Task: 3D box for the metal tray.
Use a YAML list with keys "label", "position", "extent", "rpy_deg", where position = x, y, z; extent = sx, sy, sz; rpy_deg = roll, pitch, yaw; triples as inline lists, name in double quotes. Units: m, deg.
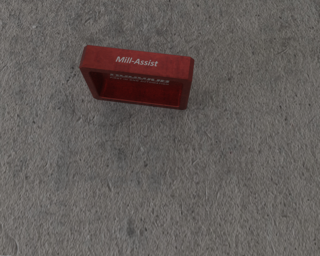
- label: "metal tray"
  position: [-0.026, -0.061, 0.395]
  extent: [0.131, 0.090, 0.030]
  rpy_deg: [7, 70, 2]
